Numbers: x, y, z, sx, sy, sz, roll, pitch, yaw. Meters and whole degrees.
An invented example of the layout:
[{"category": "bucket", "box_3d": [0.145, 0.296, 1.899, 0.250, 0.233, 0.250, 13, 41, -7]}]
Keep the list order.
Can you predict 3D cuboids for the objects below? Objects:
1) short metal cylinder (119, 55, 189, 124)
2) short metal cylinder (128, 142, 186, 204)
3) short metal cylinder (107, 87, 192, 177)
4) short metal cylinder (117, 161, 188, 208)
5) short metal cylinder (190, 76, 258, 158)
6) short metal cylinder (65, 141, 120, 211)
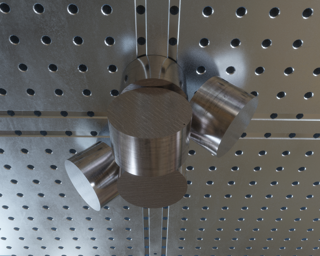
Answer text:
[{"category": "short metal cylinder", "box_3d": [-0.008, -0.037, 0.363, 0.081, 0.050, 0.079, 0, 131, 0]}, {"category": "short metal cylinder", "box_3d": [-0.005, 0.066, 0.451, 0.081, 0.050, 0.079, -1, 131, 0]}, {"category": "short metal cylinder", "box_3d": [-0.010, 0.002, 0.310, 0.081, 0.080, 0.050, 0, 130, -1]}, {"category": "short metal cylinder", "box_3d": [-0.009, 0.052, 0.373, 0.081, 0.050, 0.079, 0, 130, 0]}, {"category": "short metal cylinder", "box_3d": [0.068, -0.013, 0.356, 0.050, 0.081, 0.079, 35, 134, 24]}, {"category": "short metal cylinder", "box_3d": [-0.085, 0.065, 0.422, 0.050, 0.080, 0.079, -33, 139, -31]}]
